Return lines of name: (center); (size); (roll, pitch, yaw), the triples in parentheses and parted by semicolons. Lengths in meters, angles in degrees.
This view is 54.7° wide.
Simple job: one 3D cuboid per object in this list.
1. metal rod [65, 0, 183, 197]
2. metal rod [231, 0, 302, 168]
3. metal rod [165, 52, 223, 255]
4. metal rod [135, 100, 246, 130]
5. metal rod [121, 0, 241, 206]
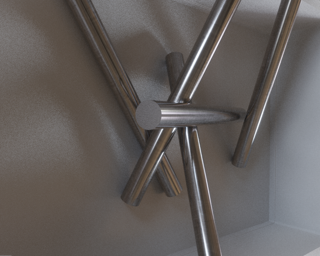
metal rod: (-0.041, -0.041, 0.371); (0.025, 0.025, 0.299); (-39, 114, -33)
metal rod: (0.155, -0.070, 0.452); (0.025, 0.025, 0.298); (-15, 126, -39)
metal rod: (0.039, 0.039, 0.365); (0.025, 0.025, 0.299); (13, 59, -39)
metal rod: (0.062, -0.016, 0.388); (0.302, 0.025, 0.025); (-4, 93, -61)
metal rod: (0.028, -0.044, 0.356); (0.025, 0.025, 0.298); (19, 101, -39)
